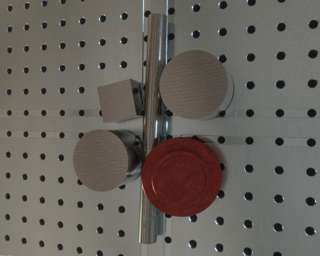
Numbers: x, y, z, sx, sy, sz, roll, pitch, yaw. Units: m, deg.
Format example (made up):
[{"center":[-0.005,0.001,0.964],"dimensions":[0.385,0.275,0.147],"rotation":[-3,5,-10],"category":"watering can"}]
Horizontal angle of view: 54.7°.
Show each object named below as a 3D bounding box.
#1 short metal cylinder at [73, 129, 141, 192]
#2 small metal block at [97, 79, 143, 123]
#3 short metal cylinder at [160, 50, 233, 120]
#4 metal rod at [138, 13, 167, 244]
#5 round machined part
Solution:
[{"center":[-0.068,0.042,0.419],"dimensions":[0.080,0.050,0.079],"rotation":[0,90,20],"category":"short metal cylinder"},{"center":[-0.054,-0.036,0.427],"dimensions":[0.050,0.025,0.050],"rotation":[-12,86,19],"category":"small metal block"},{"center":[0.046,-0.050,0.378],"dimensions":[0.080,0.050,0.079],"rotation":[0,90,20],"category":"short metal cylinder"},{"center":[-0.010,0.002,0.412],"dimensions":[0.025,0.025,0.298],"rotation":[3,91,20],"category":"metal rod"},{"center":[0.026,0.060,0.377],"dimensions":[0.099,0.042,0.097],"rotation":[0,89,3],"category":"round machined part"}]
